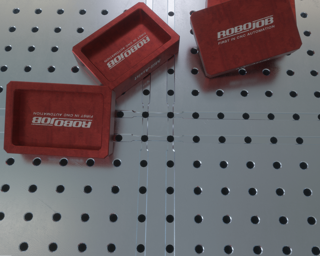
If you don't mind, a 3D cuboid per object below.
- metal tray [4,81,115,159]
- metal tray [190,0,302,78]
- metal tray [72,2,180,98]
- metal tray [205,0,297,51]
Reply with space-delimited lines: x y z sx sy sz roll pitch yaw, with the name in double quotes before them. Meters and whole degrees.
"metal tray" -0.126 -0.010 0.396 0.131 0.030 0.090 3 91 1
"metal tray" 0.116 -0.132 0.430 0.130 0.030 0.090 -16 90 5
"metal tray" -0.047 -0.114 0.450 0.130 0.030 0.090 -39 75 -13
"metal tray" 0.135 -0.167 0.471 0.131 0.030 0.090 4 70 1
